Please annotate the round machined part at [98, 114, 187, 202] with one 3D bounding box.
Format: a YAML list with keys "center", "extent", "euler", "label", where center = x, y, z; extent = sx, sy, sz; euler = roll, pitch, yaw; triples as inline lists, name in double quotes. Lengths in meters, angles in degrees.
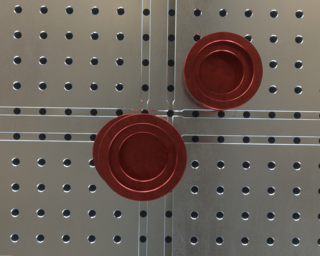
- center: [-0.019, 0.033, 0.363]
  extent: [0.099, 0.042, 0.097]
  euler: [0, 90, 0]
  label: "round machined part"

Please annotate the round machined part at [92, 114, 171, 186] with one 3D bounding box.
- center: [-0.035, 0.031, 0.405]
  extent: [0.099, 0.042, 0.097]
  euler: [0, 90, 0]
  label: "round machined part"

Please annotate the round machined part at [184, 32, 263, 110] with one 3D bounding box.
- center: [0.079, -0.071, 0.405]
  extent: [0.099, 0.042, 0.097]
  euler: [0, 90, 0]
  label: "round machined part"
